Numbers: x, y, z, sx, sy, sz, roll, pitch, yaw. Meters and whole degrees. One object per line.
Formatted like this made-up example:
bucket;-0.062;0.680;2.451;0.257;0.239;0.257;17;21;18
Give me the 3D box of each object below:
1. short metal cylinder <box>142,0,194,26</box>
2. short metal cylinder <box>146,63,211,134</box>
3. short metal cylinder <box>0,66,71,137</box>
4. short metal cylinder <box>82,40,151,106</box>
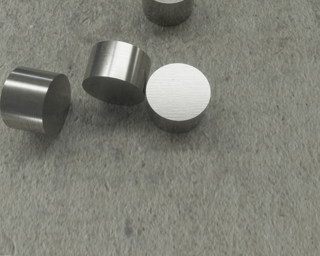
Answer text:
short metal cylinder;0.012;-0.203;0.469;0.081;0.050;0.080;0;70;0
short metal cylinder;0.023;-0.038;0.409;0.081;0.050;0.080;0;70;0
short metal cylinder;-0.153;-0.033;0.389;0.050;0.080;0.080;12;70;4
short metal cylinder;-0.055;-0.069;0.403;0.080;0.080;0.050;8;70;3
